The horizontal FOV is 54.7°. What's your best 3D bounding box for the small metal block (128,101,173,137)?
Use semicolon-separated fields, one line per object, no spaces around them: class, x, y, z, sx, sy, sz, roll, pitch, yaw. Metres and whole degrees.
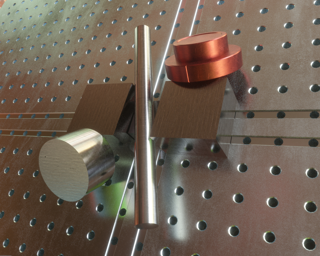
small metal block;-0.009;-0.009;0.419;0.050;0.025;0.050;1;62;28

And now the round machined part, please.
round machined part;0.053;-0.095;0.396;0.098;0.042;0.098;-11;24;5

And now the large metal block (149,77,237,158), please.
large metal block;0.043;-0.012;0.378;0.080;0.050;0.080;1;62;28

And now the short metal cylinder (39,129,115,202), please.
short metal cylinder;-0.105;0.045;0.392;0.080;0.050;0.079;9;109;27

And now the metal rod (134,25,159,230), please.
metal rod;-0.020;-0.024;0.400;0.025;0.025;0.299;-16;55;19

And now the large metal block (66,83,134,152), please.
large metal block;-0.073;-0.016;0.441;0.080;0.050;0.080;2;63;29
